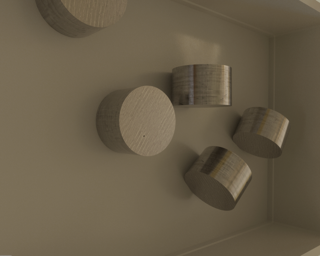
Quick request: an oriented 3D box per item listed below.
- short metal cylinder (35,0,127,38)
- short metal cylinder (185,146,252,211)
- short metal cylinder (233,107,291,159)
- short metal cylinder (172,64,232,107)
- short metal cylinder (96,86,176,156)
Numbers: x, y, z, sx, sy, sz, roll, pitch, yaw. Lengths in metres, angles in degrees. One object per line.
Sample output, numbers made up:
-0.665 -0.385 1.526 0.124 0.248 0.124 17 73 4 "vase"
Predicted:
-0.082 -0.140 0.323 0.081 0.050 0.079 0 90 -40 "short metal cylinder"
0.083 0.072 0.443 0.050 0.080 0.080 -48 119 -30 "short metal cylinder"
0.169 0.009 0.516 0.080 0.080 0.050 43 64 -32 "short metal cylinder"
0.057 -0.054 0.420 0.081 0.080 0.050 -1 91 -40 "short metal cylinder"
-0.028 -0.008 0.369 0.081 0.050 0.079 0 90 -40 "short metal cylinder"
